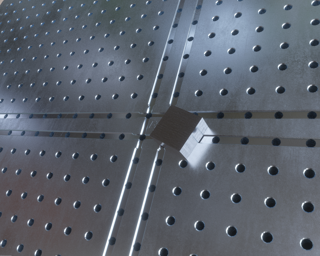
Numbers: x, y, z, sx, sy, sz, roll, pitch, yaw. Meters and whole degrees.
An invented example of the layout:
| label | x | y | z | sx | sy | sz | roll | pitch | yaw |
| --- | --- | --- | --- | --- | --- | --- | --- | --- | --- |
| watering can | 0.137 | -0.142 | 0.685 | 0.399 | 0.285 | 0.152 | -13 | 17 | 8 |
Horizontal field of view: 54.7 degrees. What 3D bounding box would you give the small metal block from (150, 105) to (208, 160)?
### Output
| label | x | y | z | sx | sy | sz | roll | pitch | yaw |
| --- | --- | --- | --- | --- | --- | --- | --- | --- | --- |
| small metal block | 0.024 | 0.004 | 0.392 | 0.050 | 0.025 | 0.050 | 26 | 76 | 36 |
